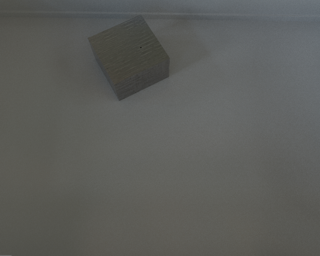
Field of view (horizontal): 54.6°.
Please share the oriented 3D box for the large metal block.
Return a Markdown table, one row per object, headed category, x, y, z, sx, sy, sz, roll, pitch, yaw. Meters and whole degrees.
| category | x | y | z | sx | sy | sz | roll | pitch | yaw |
| --- | --- | --- | --- | --- | --- | --- | --- | --- | --- |
| large metal block | -0.042 | -0.097 | 0.432 | 0.080 | 0.050 | 0.080 | -28 | 72 | -10 |
